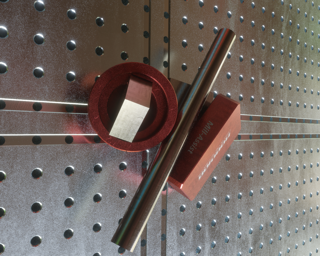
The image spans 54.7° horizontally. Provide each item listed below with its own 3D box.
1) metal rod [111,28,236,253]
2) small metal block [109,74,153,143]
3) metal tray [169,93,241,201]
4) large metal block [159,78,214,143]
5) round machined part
[{"bbox_3d":[0.026,-0.003,0.368,0.025,0.025,0.300,42,64,-32],"label":"metal rod"},{"bbox_3d":[-0.031,-0.022,0.332,0.025,0.050,0.050,21,37,-13],"label":"small metal block"},{"bbox_3d":[0.061,0.029,0.415,0.130,0.030,0.090,-53,154,-11],"label":"metal tray"},{"bbox_3d":[0.022,-0.015,0.413,0.081,0.050,0.080,12,83,-40],"label":"large metal block"},{"bbox_3d":[-0.033,-0.023,0.355,0.099,0.042,0.097,-1,93,-15],"label":"round machined part"}]
